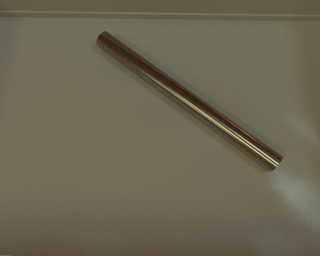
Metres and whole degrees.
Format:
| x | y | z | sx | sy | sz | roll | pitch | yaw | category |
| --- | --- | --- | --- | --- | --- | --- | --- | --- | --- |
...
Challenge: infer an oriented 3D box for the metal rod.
| x | y | z | sx | sy | sz | roll | pitch | yaw | category |
| --- | --- | --- | --- | --- | --- | --- | --- | --- | --- |
| 0.032 | -0.043 | 0.425 | 0.300 | 0.025 | 0.025 | 37 | 74 | 12 | metal rod |
